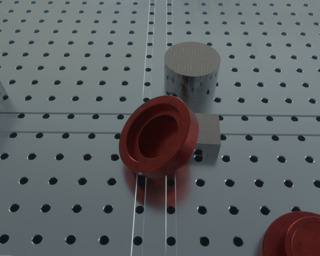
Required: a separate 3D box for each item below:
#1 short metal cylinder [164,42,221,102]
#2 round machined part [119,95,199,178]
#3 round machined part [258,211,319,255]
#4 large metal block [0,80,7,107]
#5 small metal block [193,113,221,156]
[{"bbox_3d":[0.046,-0.084,0.462,0.080,0.050,0.080,0,50,0],"label":"short metal cylinder"},{"bbox_3d":[0.003,0.013,0.366,0.098,0.042,0.098,-20,51,27],"label":"round machined part"},{"bbox_3d":[0.148,0.124,0.293,0.099,0.042,0.098,0,50,0],"label":"round machined part"},{"bbox_3d":[-0.271,-0.038,0.421,0.080,0.050,0.080,1,50,1],"label":"large metal block"},{"bbox_3d":[0.051,0.008,0.401,0.050,0.025,0.050,3,50,2],"label":"small metal block"}]
